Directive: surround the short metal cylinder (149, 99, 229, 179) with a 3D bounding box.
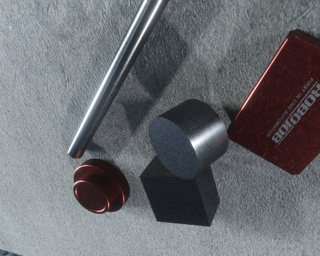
[{"bbox_3d":[0.032,0.013,0.362,0.080,0.050,0.079,36,143,34],"label":"short metal cylinder"}]

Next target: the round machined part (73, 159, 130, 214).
[{"bbox_3d":[-0.103,0.102,0.511,0.098,0.042,0.097,13,124,20],"label":"round machined part"}]

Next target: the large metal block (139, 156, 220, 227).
[{"bbox_3d":[0.029,0.084,0.426,0.080,0.050,0.080,-4,117,30],"label":"large metal block"}]

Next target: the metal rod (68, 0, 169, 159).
[{"bbox_3d":[-0.066,-0.053,0.407,0.025,0.025,0.298,39,129,2],"label":"metal rod"}]

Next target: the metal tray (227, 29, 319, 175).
[{"bbox_3d":[0.138,-0.021,0.317,0.090,0.030,0.129,31,128,8],"label":"metal tray"}]
